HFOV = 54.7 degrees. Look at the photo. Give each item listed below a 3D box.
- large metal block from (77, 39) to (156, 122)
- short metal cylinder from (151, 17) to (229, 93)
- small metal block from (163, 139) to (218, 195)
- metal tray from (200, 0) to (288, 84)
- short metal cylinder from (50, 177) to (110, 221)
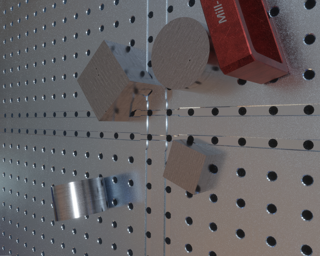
[{"bbox_3d":[-0.065,-0.066,0.447,0.080,0.050,0.080,-47,62,30],"label":"large metal block"},{"bbox_3d":[0.036,-0.083,0.363,0.080,0.050,0.079,0,90,40],"label":"short metal cylinder"},{"bbox_3d":[0.036,0.046,0.380,0.050,0.025,0.050,25,106,37],"label":"small metal block"},{"bbox_3d":[0.077,-0.112,0.302,0.030,0.091,0.129,-22,76,38],"label":"metal tray"},{"bbox_3d":[-0.122,0.108,0.474,0.080,0.081,0.050,-19,78,38],"label":"short metal cylinder"}]
